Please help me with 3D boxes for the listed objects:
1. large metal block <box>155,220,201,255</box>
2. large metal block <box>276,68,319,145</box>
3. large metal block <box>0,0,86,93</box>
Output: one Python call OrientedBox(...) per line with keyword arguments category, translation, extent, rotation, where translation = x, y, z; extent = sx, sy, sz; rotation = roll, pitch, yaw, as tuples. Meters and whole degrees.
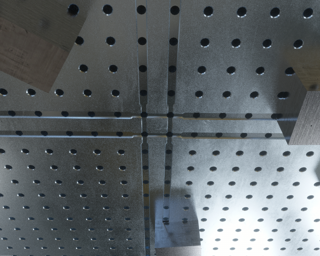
OrientedBox(category="large metal block", translation=(0.035, 0.220, 0.583), extent=(0.080, 0.050, 0.080), rotation=(-5, 130, 4))
OrientedBox(category="large metal block", translation=(0.197, -0.026, 0.375), extent=(0.080, 0.050, 0.080), rotation=(0, 130, 0))
OrientedBox(category="large metal block", translation=(-0.126, -0.091, 0.297), extent=(0.080, 0.080, 0.050), rotation=(27, 125, -21))
